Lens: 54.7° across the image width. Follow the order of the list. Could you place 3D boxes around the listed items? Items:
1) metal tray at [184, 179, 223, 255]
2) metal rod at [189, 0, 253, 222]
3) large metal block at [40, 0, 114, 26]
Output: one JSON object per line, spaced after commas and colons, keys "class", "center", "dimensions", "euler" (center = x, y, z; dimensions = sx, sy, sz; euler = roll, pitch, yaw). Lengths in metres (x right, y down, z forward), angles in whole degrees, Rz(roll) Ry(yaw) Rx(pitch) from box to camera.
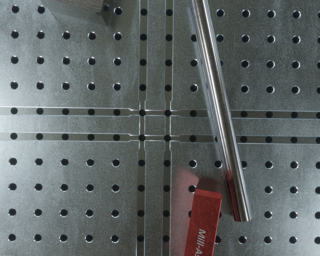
{"class": "metal tray", "center": [0.051, 0.134, 0.379], "dimensions": [0.030, 0.090, 0.129], "euler": [9, 90, 11]}
{"class": "metal rod", "center": [0.081, -0.025, 0.414], "dimensions": [0.025, 0.025, 0.298], "euler": [-12, 90, 0]}
{"class": "large metal block", "center": [-0.101, -0.188, 0.399], "dimensions": [0.080, 0.050, 0.080], "euler": [15, 90, -1]}
